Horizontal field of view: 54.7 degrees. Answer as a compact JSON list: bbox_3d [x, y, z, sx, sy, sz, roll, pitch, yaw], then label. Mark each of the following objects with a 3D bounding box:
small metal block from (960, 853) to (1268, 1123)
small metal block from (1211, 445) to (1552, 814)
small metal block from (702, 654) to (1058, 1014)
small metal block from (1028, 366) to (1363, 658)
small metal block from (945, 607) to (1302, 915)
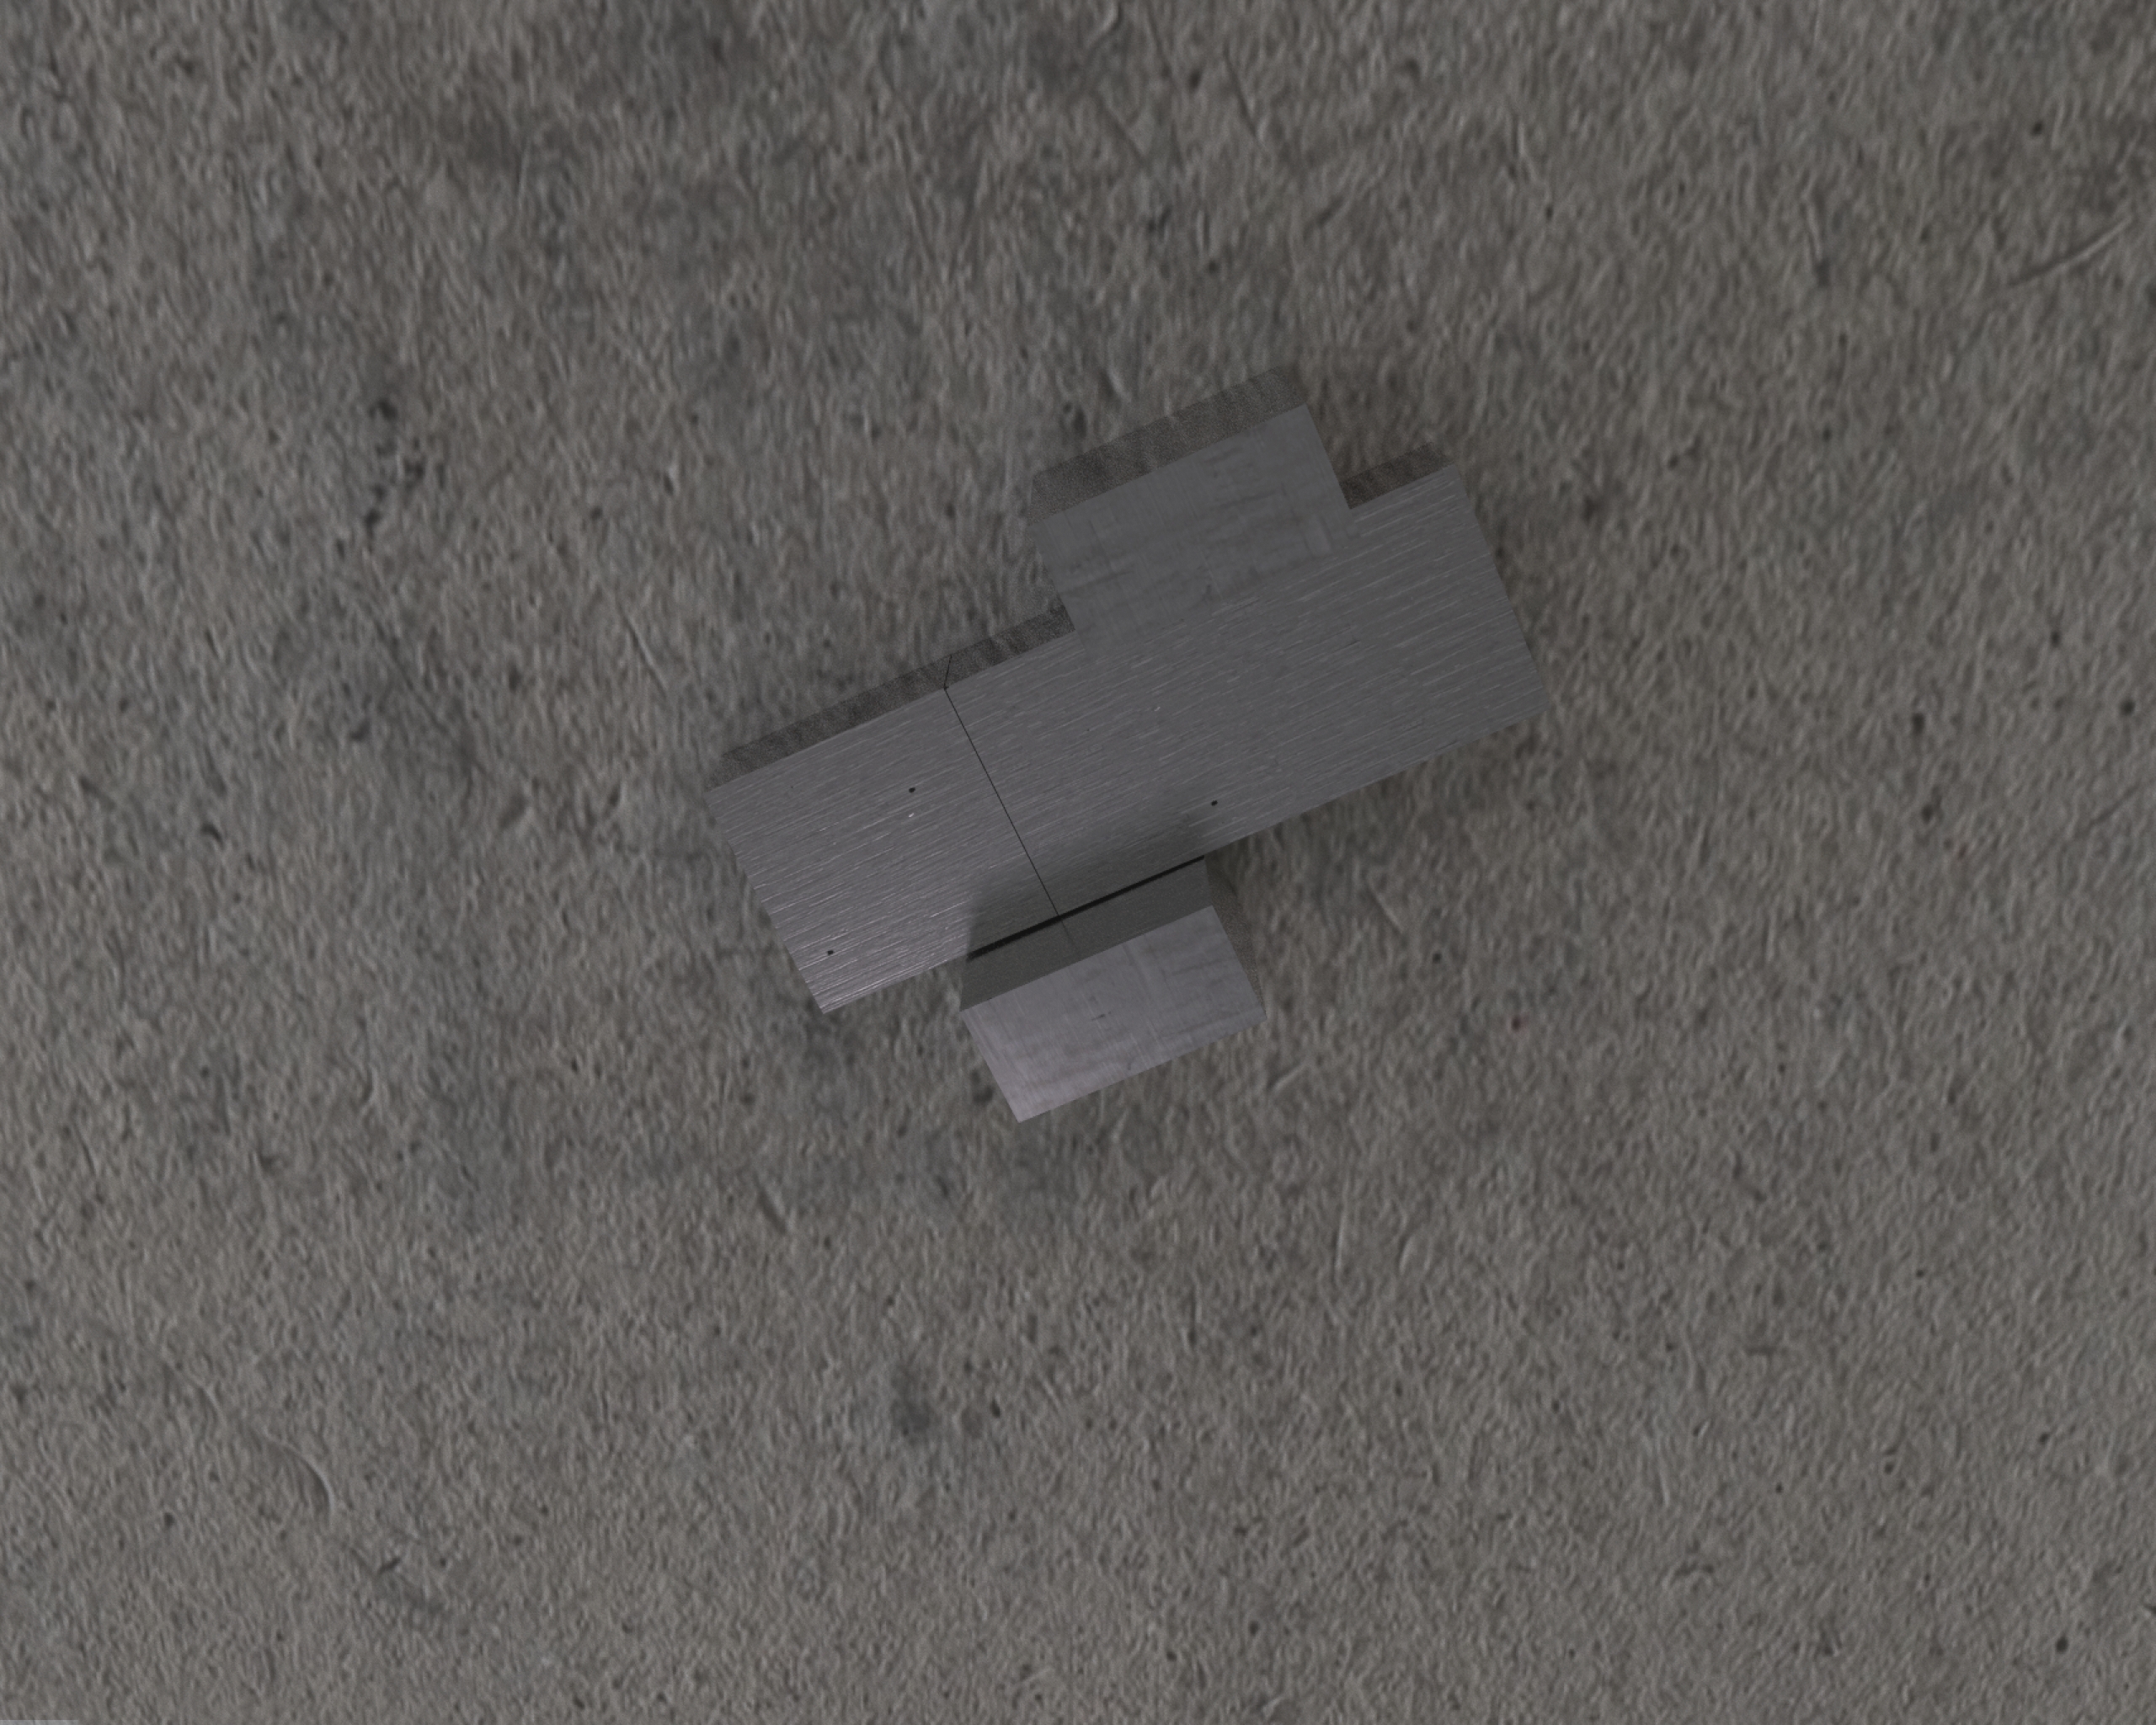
[{"bbox_3d":[0.007,0.019,0.403,0.050,0.050,0.025,-23,109,8],"label":"small metal block"},{"bbox_3d":[0.055,-0.044,0.394,0.050,0.025,0.050,-23,109,8],"label":"small metal block"},{"bbox_3d":[-0.037,-0.006,0.407,0.050,0.025,0.050,-23,109,8],"label":"small metal block"},{"bbox_3d":[0.020,-0.064,0.373,0.050,0.050,0.025,-23,109,8],"label":"small metal block"},{"bbox_3d":[0.009,-0.025,0.400,0.050,0.025,0.050,-23,109,8],"label":"small metal block"}]
